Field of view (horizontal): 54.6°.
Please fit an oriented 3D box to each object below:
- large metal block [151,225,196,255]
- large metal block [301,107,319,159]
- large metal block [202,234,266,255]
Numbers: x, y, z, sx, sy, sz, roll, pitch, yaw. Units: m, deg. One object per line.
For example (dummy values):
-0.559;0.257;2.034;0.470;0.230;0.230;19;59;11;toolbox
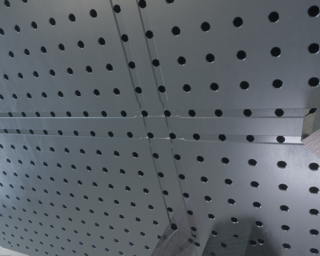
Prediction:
0.015;0.223;0.507;0.050;0.080;0.079;20;126;17;large metal block
0.197;0.006;0.294;0.080;0.050;0.080;42;129;-1;large metal block
0.117;0.213;0.465;0.080;0.050;0.080;-28;103;37;large metal block
